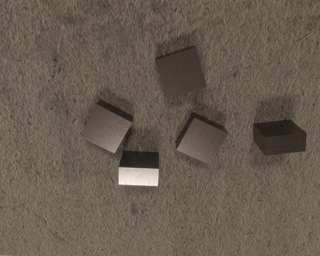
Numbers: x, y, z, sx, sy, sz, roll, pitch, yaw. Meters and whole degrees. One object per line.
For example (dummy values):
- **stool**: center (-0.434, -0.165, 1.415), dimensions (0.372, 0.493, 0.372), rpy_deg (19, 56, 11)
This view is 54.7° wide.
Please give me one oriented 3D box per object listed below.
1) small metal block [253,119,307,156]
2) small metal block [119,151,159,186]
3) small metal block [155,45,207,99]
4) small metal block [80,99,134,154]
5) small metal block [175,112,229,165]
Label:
- **small metal block**: center (0.154, 0.011, 0.403), dimensions (0.050, 0.050, 0.025), rpy_deg (-6, 110, 2)
- **small metal block**: center (-0.027, 0.053, 0.416), dimensions (0.050, 0.050, 0.025), rpy_deg (3, 110, -2)
- **small metal block**: center (0.026, -0.070, 0.385), dimensions (0.050, 0.025, 0.050), rpy_deg (-17, 110, 5)
- **small metal block**: center (-0.070, -0.002, 0.408), dimensions (0.050, 0.025, 0.050), rpy_deg (28, 107, -10)
- **small metal block**: center (0.055, 0.014, 0.416), dimensions (0.050, 0.025, 0.050), rpy_deg (24, 108, -9)
